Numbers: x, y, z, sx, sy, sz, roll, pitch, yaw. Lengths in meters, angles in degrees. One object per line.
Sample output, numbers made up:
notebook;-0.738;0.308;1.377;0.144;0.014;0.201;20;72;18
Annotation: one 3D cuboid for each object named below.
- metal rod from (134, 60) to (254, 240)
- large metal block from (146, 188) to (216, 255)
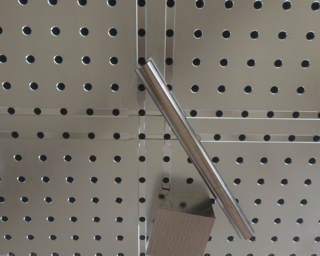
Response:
metal rod;0.055;0.042;0.429;0.025;0.025;0.299;-30;108;10
large metal block;0.027;0.143;0.453;0.081;0.050;0.079;12;110;-5
